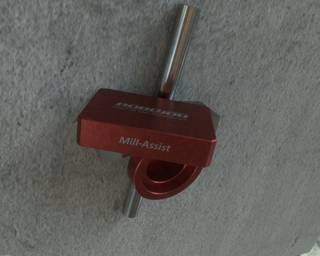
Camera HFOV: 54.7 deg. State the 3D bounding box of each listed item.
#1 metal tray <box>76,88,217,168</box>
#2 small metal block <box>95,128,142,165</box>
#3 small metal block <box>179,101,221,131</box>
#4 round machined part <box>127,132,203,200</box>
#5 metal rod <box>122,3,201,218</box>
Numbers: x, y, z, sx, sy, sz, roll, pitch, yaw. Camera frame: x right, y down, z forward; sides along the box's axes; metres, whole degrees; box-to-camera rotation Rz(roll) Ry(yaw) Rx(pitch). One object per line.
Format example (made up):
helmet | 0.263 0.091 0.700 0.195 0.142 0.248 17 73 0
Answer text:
metal tray | -0.011 -0.004 0.329 0.131 0.090 0.030 10 115 -1
small metal block | -0.054 0.012 0.371 0.050 0.050 0.025 -18 126 -19
small metal block | 0.042 -0.014 0.408 0.050 0.050 0.025 -2 119 -28
round machined part | 0.005 0.040 0.390 0.099 0.042 0.097 -16 129 -21
metal rod | -0.006 -0.005 0.404 0.025 0.025 0.298 2 117 -30
